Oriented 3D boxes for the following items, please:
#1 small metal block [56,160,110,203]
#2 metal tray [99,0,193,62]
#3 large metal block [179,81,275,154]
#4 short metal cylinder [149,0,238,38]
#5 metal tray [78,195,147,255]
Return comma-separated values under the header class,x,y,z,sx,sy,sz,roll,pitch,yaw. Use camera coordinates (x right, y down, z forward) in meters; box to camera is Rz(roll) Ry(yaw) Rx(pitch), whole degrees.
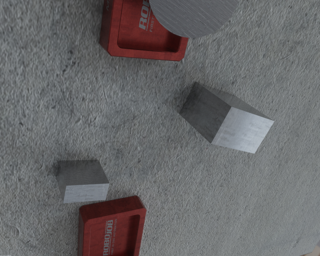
class,x,y,z,sx,sy,sz,roll,pitch,yaw
small metal block,-0.095,0.064,0.378,0.050,0.050,0.025,3,117,-30
metal tray,-0.007,-0.137,0.314,0.091,0.030,0.129,-2,120,-28
large metal block,0.086,-0.014,0.410,0.081,0.080,0.050,13,111,-34
short metal cylinder,0.029,-0.130,0.291,0.081,0.050,0.079,-1,117,-2
metal tray,-0.075,0.168,0.466,0.091,0.030,0.129,-5,121,-26
